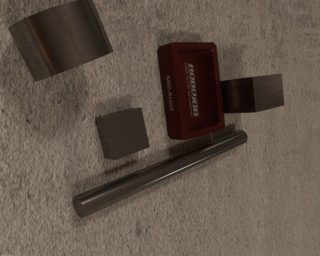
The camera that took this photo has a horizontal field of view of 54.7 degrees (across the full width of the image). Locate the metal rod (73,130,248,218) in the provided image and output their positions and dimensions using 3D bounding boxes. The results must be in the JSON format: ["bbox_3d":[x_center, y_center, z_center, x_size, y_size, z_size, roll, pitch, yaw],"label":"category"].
[{"bbox_3d":[0.025,0.050,0.427,0.302,0.025,0.025,-17,101,-39],"label":"metal rod"}]

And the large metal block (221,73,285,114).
[{"bbox_3d":[0.135,-0.053,0.485,0.081,0.080,0.050,-13,99,-40],"label":"large metal block"}]

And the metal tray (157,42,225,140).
[{"bbox_3d":[0.047,-0.054,0.443,0.091,0.030,0.129,-13,98,-40],"label":"metal tray"}]

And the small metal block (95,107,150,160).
[{"bbox_3d":[-0.044,0.006,0.369,0.050,0.025,0.050,-19,102,-39],"label":"small metal block"}]

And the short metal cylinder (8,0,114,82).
[{"bbox_3d":[-0.091,-0.082,0.293,0.081,0.080,0.050,-34,111,-35],"label":"short metal cylinder"}]
